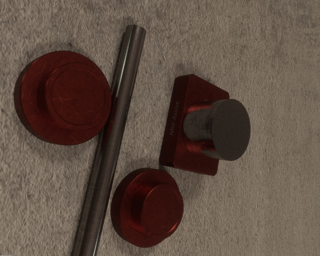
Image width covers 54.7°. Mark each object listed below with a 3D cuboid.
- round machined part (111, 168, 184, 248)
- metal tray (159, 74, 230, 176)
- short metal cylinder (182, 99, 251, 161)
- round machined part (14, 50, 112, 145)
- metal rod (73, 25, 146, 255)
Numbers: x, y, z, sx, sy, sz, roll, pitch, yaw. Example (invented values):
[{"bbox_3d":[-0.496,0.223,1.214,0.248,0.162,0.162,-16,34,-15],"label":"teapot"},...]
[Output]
[{"bbox_3d":[-0.009,0.101,0.389,0.099,0.042,0.097,0,90,-40],"label":"round machined part"},{"bbox_3d":[0.053,-0.002,0.448,0.091,0.030,0.129,19,78,-39],"label":"metal tray"},{"bbox_3d":[0.077,0.002,0.415,0.081,0.050,0.079,0,90,-40],"label":"short metal cylinder"},{"bbox_3d":[-0.092,-0.031,0.318,0.099,0.042,0.097,0,90,-40],"label":"round machined part"},{"bbox_3d":[-0.058,0.023,0.357,0.025,0.025,0.299,19,78,-39],"label":"metal rod"}]
